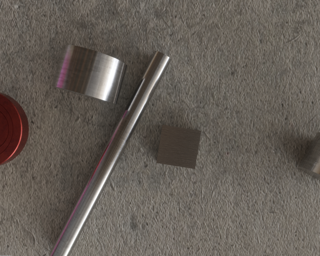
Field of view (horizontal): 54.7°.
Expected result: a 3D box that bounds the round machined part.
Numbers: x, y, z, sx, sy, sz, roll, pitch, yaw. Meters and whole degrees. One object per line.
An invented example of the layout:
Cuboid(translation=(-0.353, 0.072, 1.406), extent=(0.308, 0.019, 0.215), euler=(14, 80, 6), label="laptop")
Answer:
Cuboid(translation=(-0.218, 0.001, 0.400), extent=(0.099, 0.042, 0.097), euler=(0, 90, 0), label="round machined part")

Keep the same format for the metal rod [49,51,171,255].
Cuboid(translation=(-0.065, 0.037, 0.409), extent=(0.025, 0.025, 0.299), euler=(27, 90, 0), label="metal rod")

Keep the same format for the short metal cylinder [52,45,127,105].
Cuboid(translation=(-0.086, -0.064, 0.382), extent=(0.080, 0.080, 0.050), euler=(16, 90, 0), label="short metal cylinder")

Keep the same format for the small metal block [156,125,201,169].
Cuboid(translation=(0.024, 0.024, 0.410), extent=(0.050, 0.025, 0.050), euler=(9, 90, 0), label="small metal block")

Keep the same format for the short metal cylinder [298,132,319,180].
Cuboid(translation=(0.223, 0.046, 0.384), extent=(0.080, 0.080, 0.050), euler=(29, 90, 0), label="short metal cylinder")
